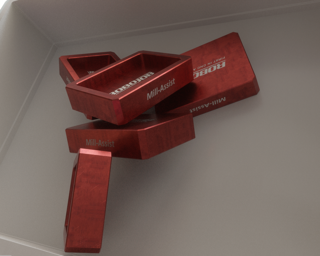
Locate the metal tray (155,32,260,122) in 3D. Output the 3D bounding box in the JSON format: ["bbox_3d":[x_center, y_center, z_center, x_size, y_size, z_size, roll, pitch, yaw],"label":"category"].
[{"bbox_3d":[0.054,-0.065,0.414,0.130,0.030,0.090,-20,54,16],"label":"metal tray"}]

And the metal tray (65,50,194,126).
[{"bbox_3d":[-0.032,-0.055,0.371,0.090,0.030,0.131,18,40,38],"label":"metal tray"}]

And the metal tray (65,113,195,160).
[{"bbox_3d":[-0.036,0.006,0.366,0.130,0.091,0.030,0,103,40],"label":"metal tray"}]

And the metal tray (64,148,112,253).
[{"bbox_3d":[-0.081,0.075,0.333,0.030,0.130,0.090,9,76,-16],"label":"metal tray"}]

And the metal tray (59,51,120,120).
[{"bbox_3d":[-0.085,-0.068,0.456,0.091,0.030,0.130,-14,44,-29],"label":"metal tray"}]
